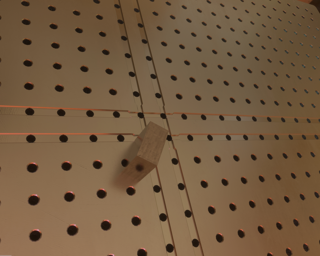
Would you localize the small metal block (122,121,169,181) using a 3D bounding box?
[{"bbox_3d":[-0.018,0.028,0.367,0.025,0.050,0.050,28,52,-11],"label":"small metal block"}]
